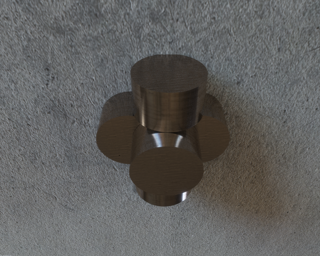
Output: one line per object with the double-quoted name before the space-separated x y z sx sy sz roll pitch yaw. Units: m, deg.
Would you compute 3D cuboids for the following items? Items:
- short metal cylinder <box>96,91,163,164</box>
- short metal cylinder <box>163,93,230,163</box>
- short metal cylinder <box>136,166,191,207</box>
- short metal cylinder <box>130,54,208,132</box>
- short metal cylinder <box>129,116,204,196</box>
"short metal cylinder" -0.036 0.000 0.392 0.081 0.050 0.079 0 130 0
"short metal cylinder" 0.044 0.000 0.393 0.081 0.050 0.079 0 130 0
"short metal cylinder" 0.005 0.059 0.424 0.081 0.080 0.050 0 130 -1
"short metal cylinder" 0.010 -0.040 0.339 0.081 0.080 0.050 0 130 -1
"short metal cylinder" 0.007 0.033 0.354 0.081 0.050 0.079 0 130 0
